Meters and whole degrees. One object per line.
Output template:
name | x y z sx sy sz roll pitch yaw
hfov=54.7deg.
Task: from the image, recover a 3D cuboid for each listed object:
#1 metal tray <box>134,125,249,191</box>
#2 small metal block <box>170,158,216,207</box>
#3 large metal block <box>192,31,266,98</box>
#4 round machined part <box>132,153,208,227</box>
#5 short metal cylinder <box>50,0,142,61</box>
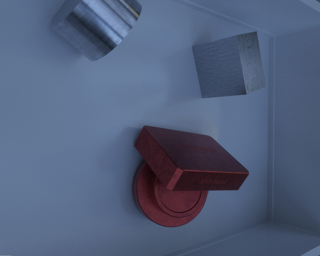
metal tray | 0.042 0.040 0.400 0.131 0.090 0.030 9 117 -40
small metal block | 0.049 0.079 0.450 0.050 0.025 0.050 43 64 -32
large metal block | 0.101 -0.091 0.458 0.050 0.080 0.079 -22 105 -38
round machined part | 0.018 0.076 0.392 0.099 0.042 0.097 3 82 -20
short metal cylinder | -0.065 -0.116 0.317 0.050 0.080 0.080 40 66 -33
